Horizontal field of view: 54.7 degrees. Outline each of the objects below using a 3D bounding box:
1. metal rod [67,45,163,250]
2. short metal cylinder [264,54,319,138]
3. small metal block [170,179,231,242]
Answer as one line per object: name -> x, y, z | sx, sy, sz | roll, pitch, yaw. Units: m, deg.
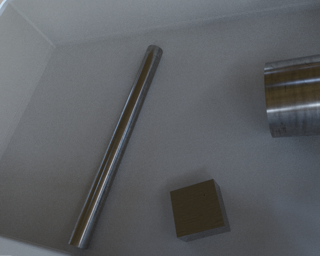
metal rod -> -0.053, 0.010, 0.425 | 0.025, 0.025, 0.300 | 6, 64, 30
short metal cylinder -> 0.139, -0.031, 0.316 | 0.050, 0.080, 0.080 | -5, 60, 25
small metal block -> 0.042, 0.088, 0.329 | 0.050, 0.025, 0.050 | -20, 54, 16
